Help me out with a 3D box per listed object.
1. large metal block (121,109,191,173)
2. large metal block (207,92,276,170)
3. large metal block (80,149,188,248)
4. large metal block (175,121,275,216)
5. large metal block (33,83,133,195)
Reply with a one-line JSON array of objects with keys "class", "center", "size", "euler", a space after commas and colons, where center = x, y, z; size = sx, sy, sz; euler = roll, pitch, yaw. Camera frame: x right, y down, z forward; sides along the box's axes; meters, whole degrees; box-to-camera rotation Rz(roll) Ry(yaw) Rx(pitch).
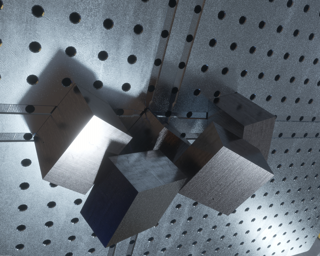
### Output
[{"class": "large metal block", "center": [-0.007, 0.035, 0.414], "size": [0.080, 0.050, 0.080], "euler": [-49, 129, 6]}, {"class": "large metal block", "center": [0.111, 0.006, 0.442], "size": [0.050, 0.080, 0.079], "euler": [-15, 125, -20]}, {"class": "large metal block", "center": [-0.028, 0.074, 0.341], "size": [0.081, 0.050, 0.079], "euler": [-3, 130, -51]}, {"class": "large metal block", "center": [0.074, 0.051, 0.379], "size": [0.080, 0.050, 0.080], "euler": [29, 116, -23]}, {"class": "large metal block", "center": [-0.087, 0.010, 0.335], "size": [0.050, 0.080, 0.080], "euler": [34, 99, -39]}]
